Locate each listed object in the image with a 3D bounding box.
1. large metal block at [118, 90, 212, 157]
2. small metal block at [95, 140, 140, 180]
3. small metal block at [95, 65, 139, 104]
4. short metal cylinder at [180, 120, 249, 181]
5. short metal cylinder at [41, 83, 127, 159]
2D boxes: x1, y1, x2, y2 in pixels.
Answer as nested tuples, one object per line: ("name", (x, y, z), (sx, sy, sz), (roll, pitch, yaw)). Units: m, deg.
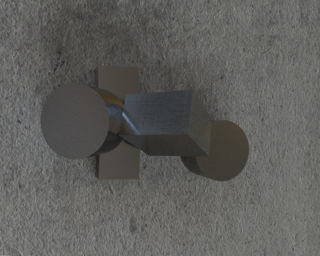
("large metal block", (0.010, -0.002, 0.366), (0.080, 0.080, 0.050), (43, 50, -58))
("small metal block", (-0.053, 0.038, 0.391), (0.050, 0.025, 0.050), (3, 89, -20))
("small metal block", (-0.054, -0.051, 0.390), (0.050, 0.025, 0.050), (-1, 91, -21))
("short metal cylinder", (0.073, 0.029, 0.426), (0.081, 0.050, 0.079), (0, 90, -21))
("short metal cylinder", (-0.083, -0.007, 0.348), (0.080, 0.050, 0.079), (0, 91, 15))
